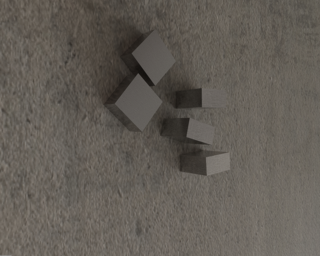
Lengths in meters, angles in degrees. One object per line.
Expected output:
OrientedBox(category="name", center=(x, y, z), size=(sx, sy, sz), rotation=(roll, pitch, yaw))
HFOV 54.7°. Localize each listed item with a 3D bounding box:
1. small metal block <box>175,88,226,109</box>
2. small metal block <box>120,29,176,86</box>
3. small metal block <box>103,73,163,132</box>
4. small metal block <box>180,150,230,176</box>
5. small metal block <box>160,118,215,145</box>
OrientedBox(category="small metal block", center=(0.058, -0.040, 0.439), size=(0.050, 0.050, 0.025), rotation=(-2, 91, -40))
OrientedBox(category="small metal block", center=(-0.014, -0.088, 0.395), size=(0.050, 0.025, 0.050), rotation=(52, 59, -28))
OrientedBox(category="small metal block", center=(-0.032, -0.030, 0.380), size=(0.050, 0.025, 0.050), rotation=(48, 61, -30))
OrientedBox(category="small metal block", center=(0.065, 0.049, 0.445), size=(0.050, 0.050, 0.025), rotation=(-6, 94, -40))
OrientedBox(category="small metal block", center=(0.038, 0.005, 0.422), size=(0.050, 0.050, 0.025), rotation=(18, 79, -39))
